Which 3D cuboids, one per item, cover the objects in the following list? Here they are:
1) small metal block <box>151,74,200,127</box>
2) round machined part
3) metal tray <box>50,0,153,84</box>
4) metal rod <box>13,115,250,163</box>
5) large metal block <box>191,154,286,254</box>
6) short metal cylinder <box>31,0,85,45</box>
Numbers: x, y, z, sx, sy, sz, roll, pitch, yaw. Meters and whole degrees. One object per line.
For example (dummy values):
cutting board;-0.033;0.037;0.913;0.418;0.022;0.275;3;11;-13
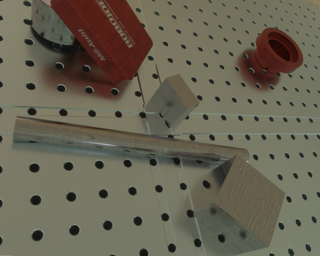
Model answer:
small metal block;0.020;-0.037;0.426;0.025;0.050;0.050;-25;76;-37
round machined part;0.228;-0.146;0.609;0.099;0.042;0.098;14;56;-21
metal tray;-0.069;-0.135;0.409;0.130;0.030;0.090;52;45;-32
metal rod;-0.016;0.021;0.386;0.302;0.025;0.025;9;58;-24
large metal block;0.100;0.094;0.388;0.080;0.050;0.080;39;51;-2
short metal cylinder;-0.128;-0.157;0.413;0.081;0.050;0.080;14;50;-17
